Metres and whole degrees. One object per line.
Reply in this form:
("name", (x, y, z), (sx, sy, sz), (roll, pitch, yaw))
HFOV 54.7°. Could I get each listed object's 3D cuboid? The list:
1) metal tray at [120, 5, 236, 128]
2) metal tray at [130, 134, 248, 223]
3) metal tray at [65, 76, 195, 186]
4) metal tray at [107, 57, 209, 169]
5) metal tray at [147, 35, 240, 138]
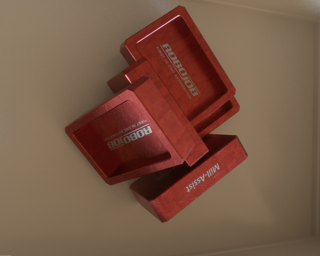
("metal tray", (0.024, -0.071, 0.384), (0.090, 0.030, 0.130), (-38, 102, -16))
("metal tray", (0.033, 0.055, 0.388), (0.131, 0.090, 0.030), (-34, 102, -17))
("metal tray", (-0.038, 0.010, 0.341), (0.090, 0.130, 0.030), (55, 43, -12))
("metal tray", (-0.006, -0.015, 0.372), (0.030, 0.090, 0.130), (-39, 103, -16))
("metal tray", (0.040, -0.055, 0.423), (0.090, 0.030, 0.130), (-36, 101, -15))
